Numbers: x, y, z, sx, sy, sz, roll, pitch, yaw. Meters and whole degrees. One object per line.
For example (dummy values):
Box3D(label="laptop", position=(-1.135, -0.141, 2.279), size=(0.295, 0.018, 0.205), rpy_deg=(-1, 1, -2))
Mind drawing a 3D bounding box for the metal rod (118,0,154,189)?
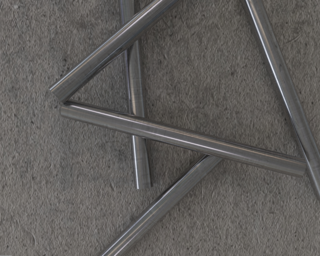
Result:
Box3D(label="metal rod", position=(-0.034, -0.071, 0.409), size=(0.025, 0.025, 0.298), rpy_deg=(-5, 90, 0))

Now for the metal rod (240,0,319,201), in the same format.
Box3D(label="metal rod", position=(0.168, -0.048, 0.410), size=(0.025, 0.025, 0.299), rpy_deg=(-21, 90, 0))

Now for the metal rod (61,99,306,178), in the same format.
Box3D(label="metal rod", position=(0.029, 0.012, 0.383), size=(0.302, 0.025, 0.025), rpy_deg=(14, 90, 0))

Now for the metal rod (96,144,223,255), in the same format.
Box3D(label="metal rod", position=(-0.021, 0.125, 0.409), size=(0.300, 0.025, 0.025), rpy_deg=(-44, 90, 0))

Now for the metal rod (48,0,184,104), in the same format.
Box3D(label="metal rod", position=(-0.014, -0.139, 0.387), size=(0.301, 0.025, 0.025), rpy_deg=(-43, 90, -9))
